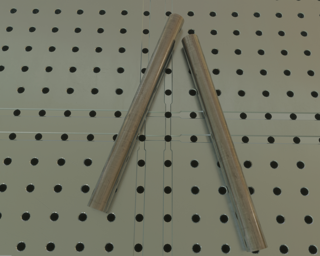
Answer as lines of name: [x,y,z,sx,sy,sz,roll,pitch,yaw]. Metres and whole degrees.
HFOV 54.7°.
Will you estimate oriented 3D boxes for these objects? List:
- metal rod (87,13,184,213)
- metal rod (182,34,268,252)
metal rod: [-0.026,-0.033,0.423,0.025,0.025,0.300,19,71,6]
metal rod: [0.079,0.005,0.410,0.025,0.025,0.299,-12,71,-5]
